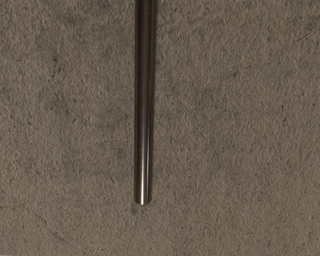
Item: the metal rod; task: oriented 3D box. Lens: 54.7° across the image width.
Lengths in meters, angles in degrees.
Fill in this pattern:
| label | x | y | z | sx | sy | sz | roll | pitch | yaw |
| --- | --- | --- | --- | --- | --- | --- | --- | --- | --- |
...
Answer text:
| label | x | y | z | sx | sy | sz | roll | pitch | yaw |
| --- | --- | --- | --- | --- | --- | --- | --- | --- | --- |
| metal rod | -0.020 | -0.036 | 0.396 | 0.025 | 0.025 | 0.298 | 2 | 110 | -1 |
